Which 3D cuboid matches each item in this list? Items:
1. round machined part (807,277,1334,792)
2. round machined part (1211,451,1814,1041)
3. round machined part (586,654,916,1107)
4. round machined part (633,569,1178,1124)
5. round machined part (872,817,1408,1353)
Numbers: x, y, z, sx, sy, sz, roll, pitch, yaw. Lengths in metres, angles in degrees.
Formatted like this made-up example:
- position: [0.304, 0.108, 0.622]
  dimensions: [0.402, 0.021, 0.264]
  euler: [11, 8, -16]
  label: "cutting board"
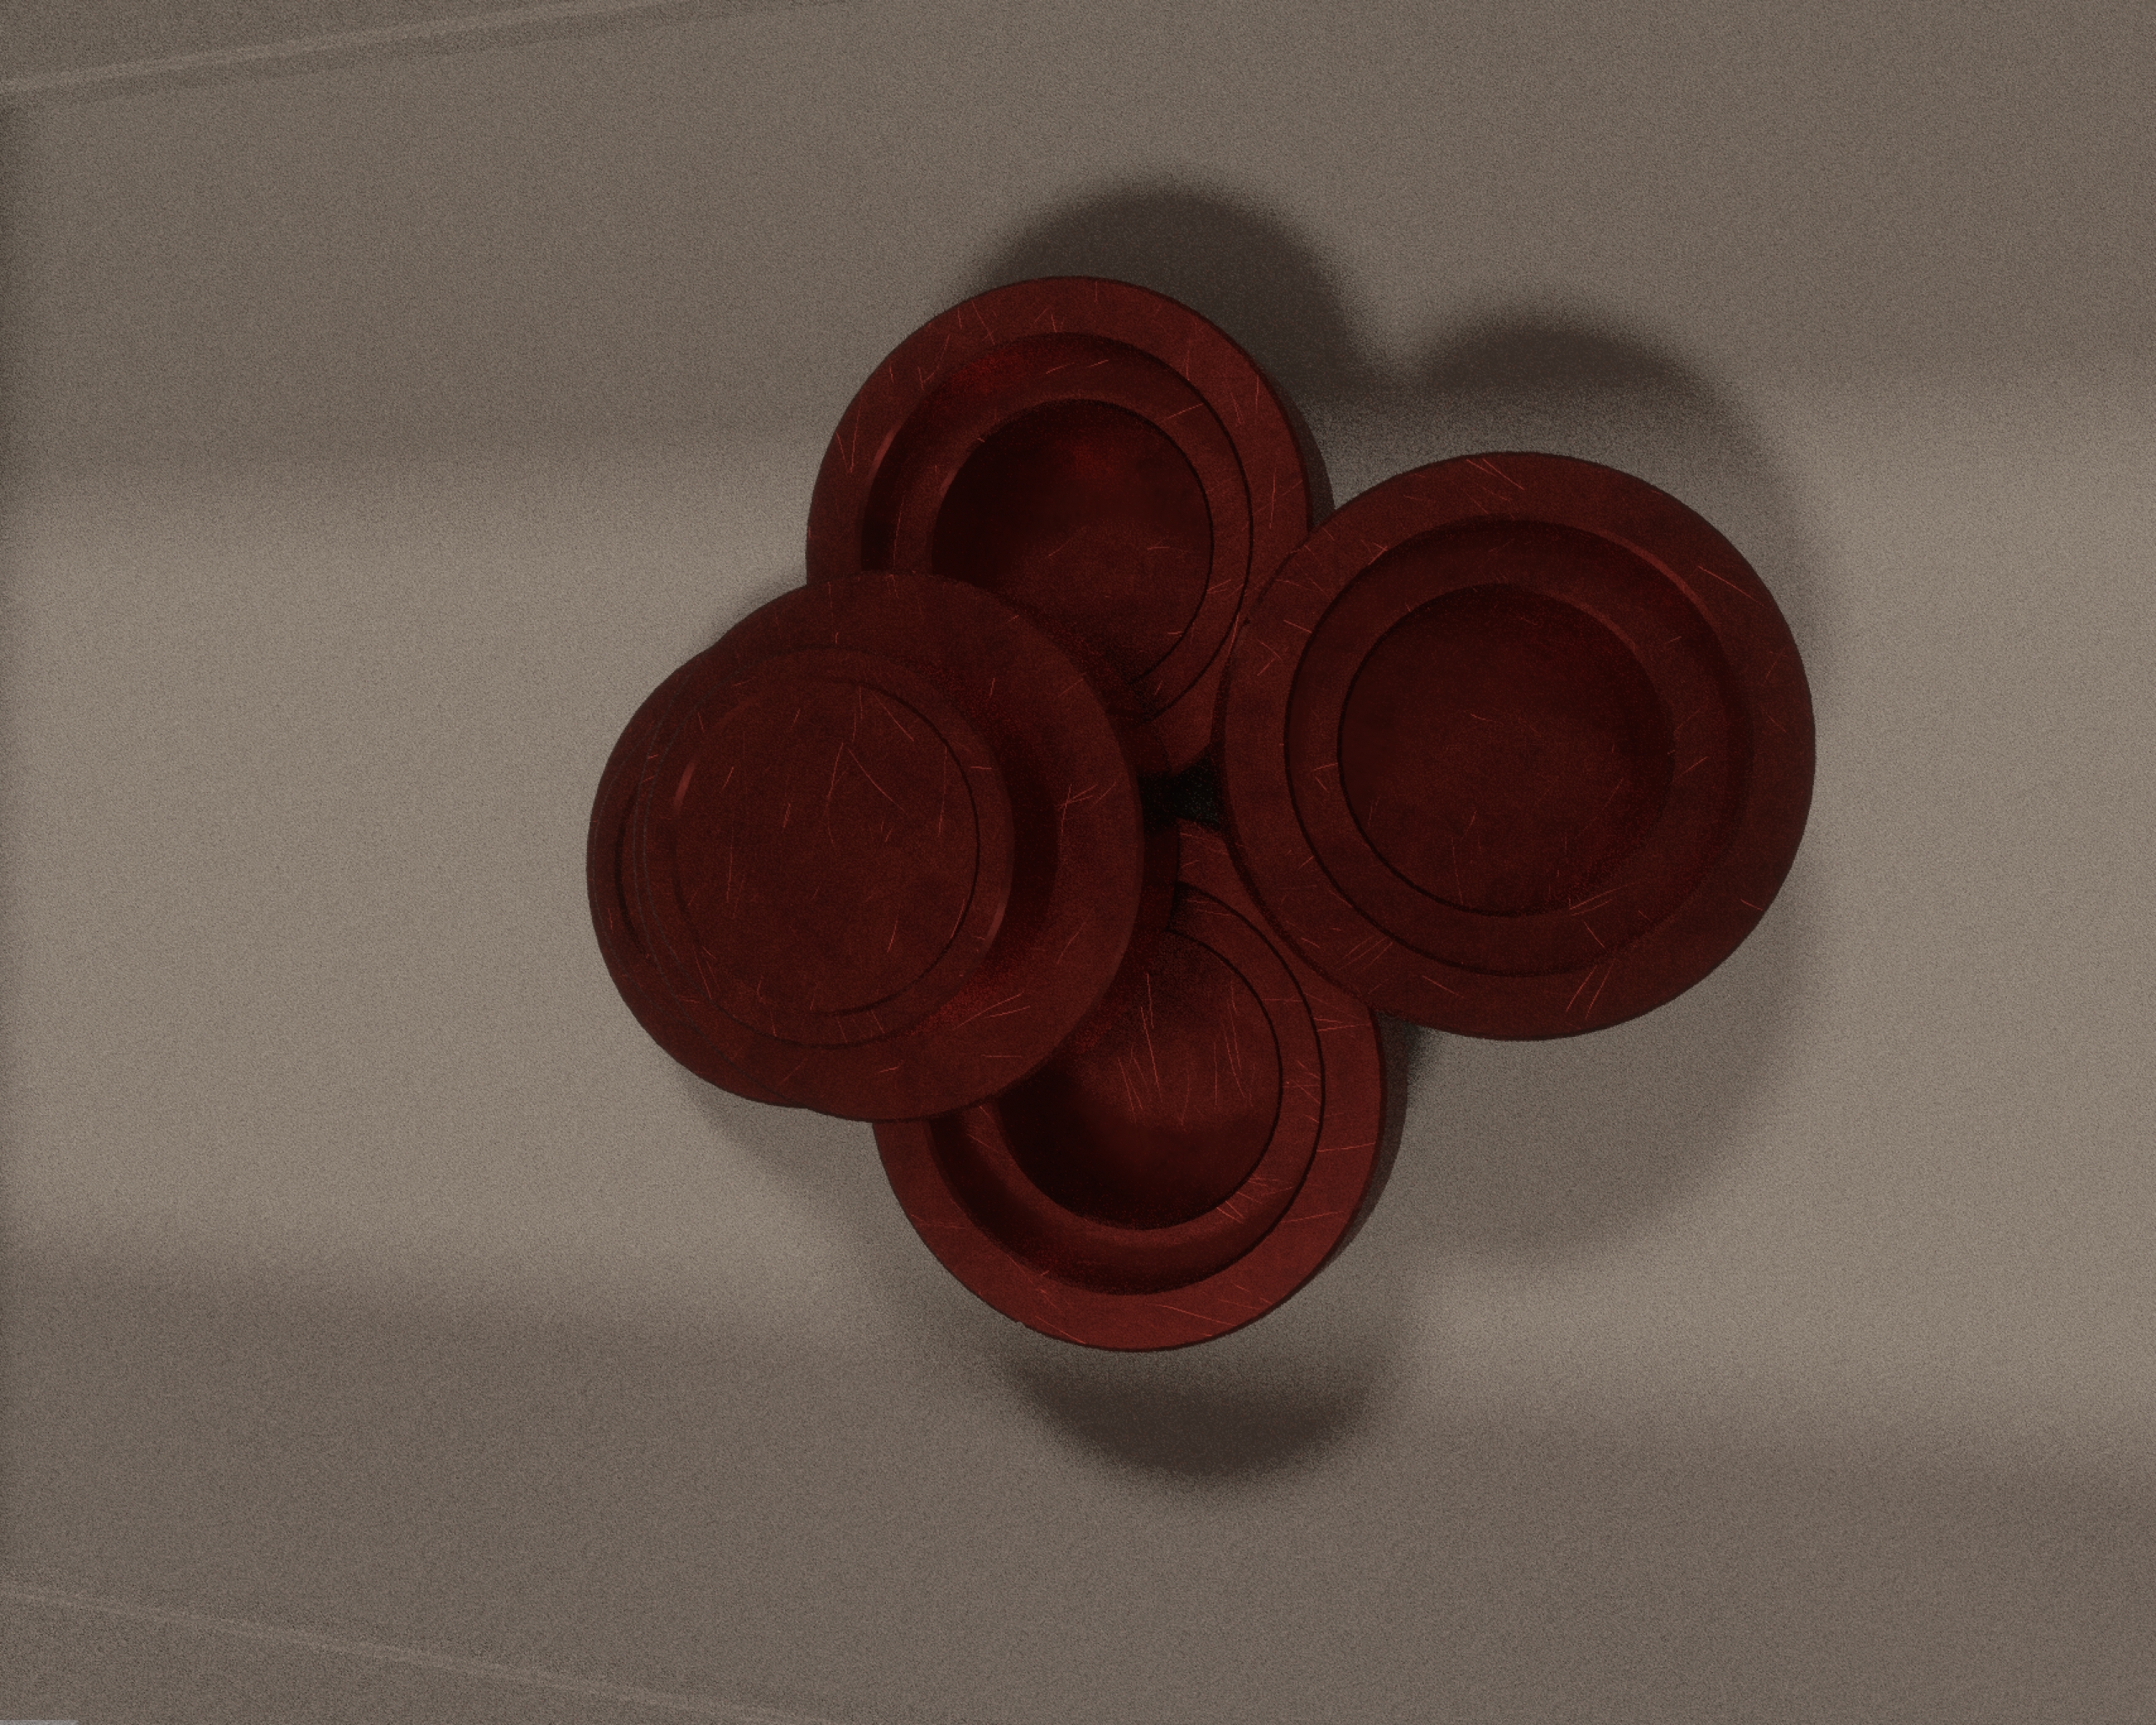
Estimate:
- position: [0.002, -0.058, 0.399]
  dimensions: [0.098, 0.042, 0.097]
  euler: [0, 90, 19]
  label: "round machined part"
- position: [0.072, -0.019, 0.363]
  dimensions: [0.099, 0.042, 0.097]
  euler: [0, 87, -1]
  label: "round machined part"
- position: [-0.056, 0.001, 0.417]
  dimensions: [0.098, 0.042, 0.097]
  euler: [0, 90, 19]
  label: "round machined part"
- position: [-0.036, -0.003, 0.365]
  dimensions: [0.098, 0.042, 0.097]
  euler: [0, 90, 19]
  label: "round machined part"
- position: [0.014, 0.039, 0.394]
  dimensions: [0.098, 0.042, 0.097]
  euler: [0, 90, 19]
  label: "round machined part"
